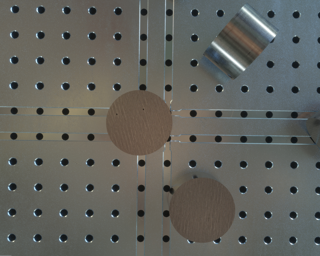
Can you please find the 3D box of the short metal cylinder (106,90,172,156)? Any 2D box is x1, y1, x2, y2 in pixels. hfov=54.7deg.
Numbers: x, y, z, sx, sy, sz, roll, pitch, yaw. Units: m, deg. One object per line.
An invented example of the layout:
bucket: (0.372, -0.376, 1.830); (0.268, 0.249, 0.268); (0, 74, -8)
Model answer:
short metal cylinder: (-0.025, -0.006, 0.401); (0.081, 0.050, 0.079); (0, 90, -1)

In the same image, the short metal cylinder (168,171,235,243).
short metal cylinder: (0.051, 0.100, 0.402); (0.081, 0.050, 0.079); (0, 90, -1)

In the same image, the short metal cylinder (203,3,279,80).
short metal cylinder: (0.100, -0.107, 0.387); (0.050, 0.080, 0.080); (41, 90, -1)

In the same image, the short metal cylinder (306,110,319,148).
short metal cylinder: (0.234, 0.004, 0.389); (0.050, 0.080, 0.080); (-37, 90, 0)
